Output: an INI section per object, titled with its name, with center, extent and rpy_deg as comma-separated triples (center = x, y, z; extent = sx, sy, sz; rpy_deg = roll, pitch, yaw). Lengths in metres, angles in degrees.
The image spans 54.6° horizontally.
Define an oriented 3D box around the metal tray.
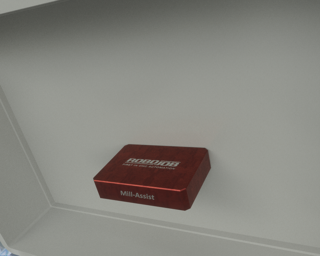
[metal tray]
center = -0.009, 0.059, 0.408
extent = 0.130, 0.090, 0.030
rpy_deg = 1, 119, 28
